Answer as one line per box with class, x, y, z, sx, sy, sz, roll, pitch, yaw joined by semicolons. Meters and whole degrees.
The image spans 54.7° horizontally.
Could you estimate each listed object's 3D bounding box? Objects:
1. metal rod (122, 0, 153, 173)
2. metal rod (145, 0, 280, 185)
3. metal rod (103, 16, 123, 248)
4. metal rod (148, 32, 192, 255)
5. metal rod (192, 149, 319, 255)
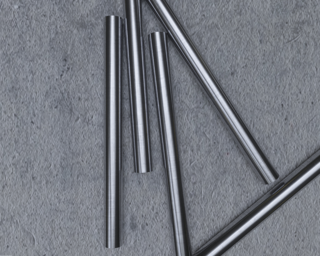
metal rod;-0.032;-0.092;0.409;0.025;0.025;0.298;-4;90;0
metal rod;0.066;-0.058;0.410;0.025;0.025;0.299;-33;90;0
metal rod;-0.062;0.005;0.409;0.025;0.025;0.298;0;90;0
metal rod;0.014;0.025;0.409;0.025;0.025;0.298;-7;90;0
metal rod;0.167;0.083;0.411;0.300;0.025;0.025;-39;90;0
